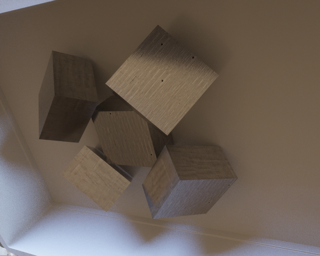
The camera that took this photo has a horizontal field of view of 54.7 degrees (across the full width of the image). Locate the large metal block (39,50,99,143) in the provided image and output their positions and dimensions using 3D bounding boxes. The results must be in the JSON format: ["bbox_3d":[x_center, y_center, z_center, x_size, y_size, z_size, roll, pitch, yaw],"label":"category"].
[{"bbox_3d":[-0.122,-0.039,0.401,0.050,0.080,0.080,8,136,-30],"label":"large metal block"}]

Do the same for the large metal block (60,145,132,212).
[{"bbox_3d":[-0.088,0.072,0.455,0.080,0.050,0.080,39,173,1],"label":"large metal block"}]

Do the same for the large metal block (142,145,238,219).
[{"bbox_3d":[0.034,0.067,0.386,0.081,0.050,0.079,3,134,-28],"label":"large metal block"}]

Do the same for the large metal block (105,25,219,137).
[{"bbox_3d":[0.002,-0.047,0.334,0.080,0.050,0.080,40,86,1],"label":"large metal block"}]

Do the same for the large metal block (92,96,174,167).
[{"bbox_3d":[-0.035,0.003,0.409,0.080,0.050,0.080,1,119,28],"label":"large metal block"}]
